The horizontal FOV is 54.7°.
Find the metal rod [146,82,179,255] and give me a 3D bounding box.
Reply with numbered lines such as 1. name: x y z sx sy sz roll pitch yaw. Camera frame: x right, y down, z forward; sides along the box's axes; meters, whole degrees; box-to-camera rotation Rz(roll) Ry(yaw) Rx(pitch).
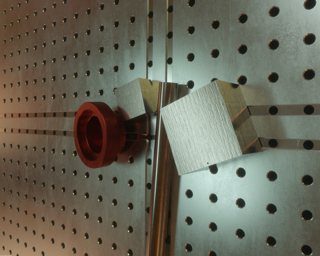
1. metal rod: 0.000 0.090 0.409 0.025 0.025 0.298 7 95 40

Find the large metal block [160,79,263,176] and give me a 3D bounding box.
1. large metal block: 0.055 0.002 0.347 0.080 0.050 0.080 -26 74 37

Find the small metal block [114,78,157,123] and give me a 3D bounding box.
1. small metal block: -0.034 -0.038 0.438 0.050 0.025 0.050 -19 78 38

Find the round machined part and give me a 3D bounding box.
1. round machined part: -0.087 0.009 0.464 0.098 0.042 0.097 7 99 48
